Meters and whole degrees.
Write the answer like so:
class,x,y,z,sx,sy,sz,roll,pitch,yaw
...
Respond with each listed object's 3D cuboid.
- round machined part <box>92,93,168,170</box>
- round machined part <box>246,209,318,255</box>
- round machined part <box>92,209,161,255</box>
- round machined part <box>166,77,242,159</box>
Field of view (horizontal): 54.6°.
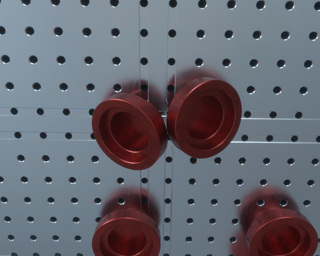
class,x,y,z,sx,sy,sz,roll,pitch,yaw
round machined part,-0.033,0.001,0.390,0.098,0.042,0.097,15,123,24
round machined part,0.178,0.162,0.465,0.099,0.042,0.097,0,110,0
round machined part,-0.048,0.162,0.464,0.099,0.042,0.097,0,110,0
round machined part,0.050,-0.015,0.385,0.099,0.042,0.097,-11,112,-27
